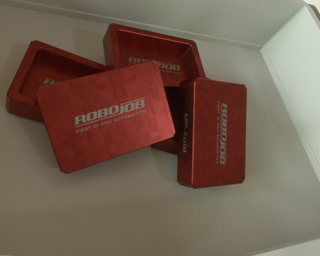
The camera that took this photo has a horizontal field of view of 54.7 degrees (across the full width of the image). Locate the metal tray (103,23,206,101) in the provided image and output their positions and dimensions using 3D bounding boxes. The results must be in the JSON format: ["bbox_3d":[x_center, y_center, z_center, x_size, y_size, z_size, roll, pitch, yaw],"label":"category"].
[{"bbox_3d":[-0.005,-0.084,0.412,0.131,0.030,0.090,3,60,-27],"label":"metal tray"}]

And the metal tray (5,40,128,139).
[{"bbox_3d":[-0.101,-0.043,0.371,0.131,0.030,0.090,18,55,-18],"label":"metal tray"}]

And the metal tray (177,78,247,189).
[{"bbox_3d":[0.068,0.007,0.393,0.091,0.030,0.129,2,89,-34],"label":"metal tray"}]

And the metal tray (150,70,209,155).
[{"bbox_3d":[0.038,-0.023,0.436,0.091,0.030,0.130,18,55,-18],"label":"metal tray"}]

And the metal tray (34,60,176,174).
[{"bbox_3d":[-0.056,-0.015,0.337,0.131,0.030,0.089,-18,101,-19],"label":"metal tray"}]
